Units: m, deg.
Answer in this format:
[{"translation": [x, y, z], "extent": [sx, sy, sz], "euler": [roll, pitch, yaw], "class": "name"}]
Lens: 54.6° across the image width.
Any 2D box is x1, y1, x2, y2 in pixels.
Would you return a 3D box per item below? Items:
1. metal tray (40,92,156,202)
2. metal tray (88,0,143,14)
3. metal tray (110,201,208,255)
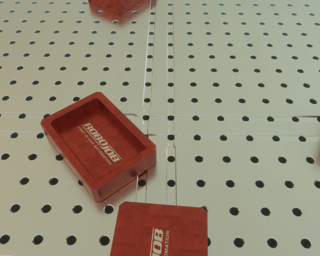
[{"translation": [-0.077, 0.017, 0.389], "extent": [0.091, 0.030, 0.130], "euler": [-32, 57, -24], "class": "metal tray"}, {"translation": [-0.077, -0.292, 0.649], "extent": [0.090, 0.030, 0.131], "euler": [29, 56, 22], "class": "metal tray"}, {"translation": [-0.002, 0.137, 0.289], "extent": [0.090, 0.030, 0.130], "euler": [4, 50, 3], "class": "metal tray"}]
